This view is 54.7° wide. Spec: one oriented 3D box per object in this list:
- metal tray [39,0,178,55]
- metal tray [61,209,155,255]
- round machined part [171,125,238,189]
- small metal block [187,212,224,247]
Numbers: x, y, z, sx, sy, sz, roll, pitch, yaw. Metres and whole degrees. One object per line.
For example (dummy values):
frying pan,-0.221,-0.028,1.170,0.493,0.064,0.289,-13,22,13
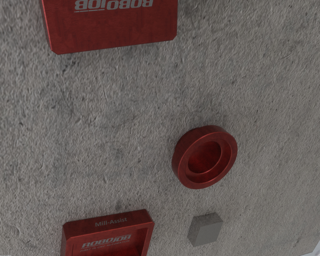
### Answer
metal tray,-0.047,-0.126,0.300,0.131,0.030,0.089,-13,124,-21
metal tray,-0.080,0.175,0.468,0.131,0.030,0.089,-2,119,-28
round machined part,0.060,0.038,0.452,0.099,0.042,0.097,-14,124,-21
small metal block,0.082,0.186,0.567,0.050,0.025,0.050,-3,120,-27
